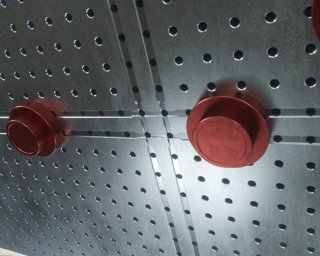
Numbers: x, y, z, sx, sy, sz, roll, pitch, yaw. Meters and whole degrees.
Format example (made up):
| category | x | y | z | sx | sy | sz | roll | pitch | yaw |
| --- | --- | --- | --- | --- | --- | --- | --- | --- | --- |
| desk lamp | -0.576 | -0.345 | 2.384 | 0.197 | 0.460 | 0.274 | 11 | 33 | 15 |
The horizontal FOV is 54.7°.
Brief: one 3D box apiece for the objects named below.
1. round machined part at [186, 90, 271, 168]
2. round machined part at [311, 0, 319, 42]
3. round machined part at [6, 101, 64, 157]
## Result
| category | x | y | z | sx | sy | sz | roll | pitch | yaw |
| --- | --- | --- | --- | --- | --- | --- | --- | --- | --- |
| round machined part | 0.077 | 0.008 | 0.364 | 0.098 | 0.042 | 0.097 | 13 | 124 | 20 |
| round machined part | 0.175 | -0.098 | 0.247 | 0.098 | 0.042 | 0.097 | 13 | 124 | 20 |
| round machined part | -0.214 | 0.008 | 0.515 | 0.098 | 0.042 | 0.097 | 13 | 124 | 20 |
